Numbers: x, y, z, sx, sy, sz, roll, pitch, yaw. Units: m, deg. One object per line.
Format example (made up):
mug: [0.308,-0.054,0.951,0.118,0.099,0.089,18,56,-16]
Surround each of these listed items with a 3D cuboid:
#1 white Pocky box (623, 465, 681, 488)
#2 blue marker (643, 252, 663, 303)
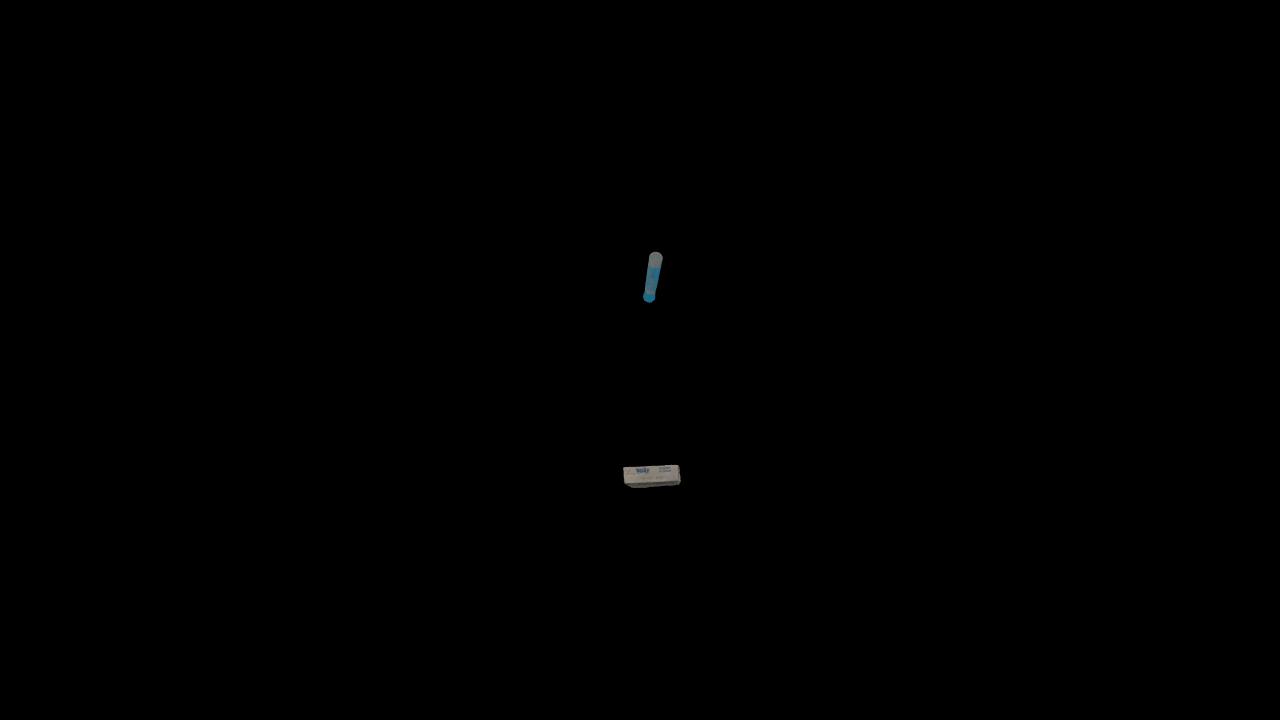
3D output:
white Pocky box: [0.021,0.183,0.959,0.084,0.028,0.154,-4,-13,2]
blue marker: [0.018,-0.117,0.894,0.020,0.020,0.121,0,-23,-4]
